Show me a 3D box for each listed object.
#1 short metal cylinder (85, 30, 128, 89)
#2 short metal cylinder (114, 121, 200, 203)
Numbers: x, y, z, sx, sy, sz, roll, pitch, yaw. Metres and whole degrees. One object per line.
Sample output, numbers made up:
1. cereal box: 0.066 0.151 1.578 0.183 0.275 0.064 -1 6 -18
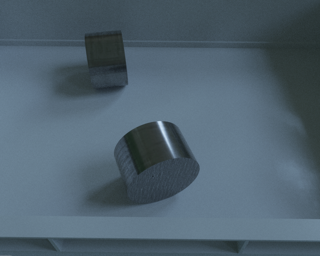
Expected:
1. short metal cylinder: -0.077 -0.099 0.452 0.050 0.080 0.080 -8 51 -7
2. short metal cylinder: -0.004 0.038 0.337 0.081 0.080 0.050 -16 52 -13
